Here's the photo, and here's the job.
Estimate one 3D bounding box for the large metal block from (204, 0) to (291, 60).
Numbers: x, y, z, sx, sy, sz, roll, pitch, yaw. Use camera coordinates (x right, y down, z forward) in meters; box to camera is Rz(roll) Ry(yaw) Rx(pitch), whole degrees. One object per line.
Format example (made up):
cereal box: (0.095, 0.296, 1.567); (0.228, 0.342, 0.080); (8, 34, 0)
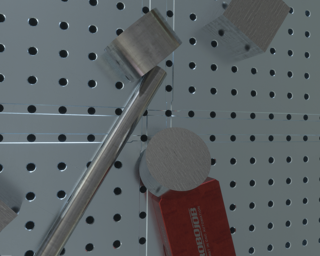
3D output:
large metal block: (0.125, -0.159, 0.445); (0.080, 0.050, 0.080); (35, 79, -17)

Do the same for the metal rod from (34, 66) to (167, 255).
metal rod: (-0.075, 0.051, 0.384); (0.025, 0.025, 0.300); (33, 79, -17)

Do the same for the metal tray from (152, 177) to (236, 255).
metal tray: (0.049, 0.142, 0.428); (0.091, 0.030, 0.129); (-16, 95, -19)

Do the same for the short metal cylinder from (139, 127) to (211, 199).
short metal cylinder: (0.017, 0.045, 0.390); (0.081, 0.050, 0.080); (5, 65, -11)

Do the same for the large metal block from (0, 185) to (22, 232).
large metal block: (-0.208, 0.088, 0.323); (0.080, 0.050, 0.080); (-45, 104, -14)

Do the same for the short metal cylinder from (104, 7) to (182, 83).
short metal cylinder: (-0.020, -0.099, 0.376); (0.080, 0.080, 0.050); (-43, 104, -15)
